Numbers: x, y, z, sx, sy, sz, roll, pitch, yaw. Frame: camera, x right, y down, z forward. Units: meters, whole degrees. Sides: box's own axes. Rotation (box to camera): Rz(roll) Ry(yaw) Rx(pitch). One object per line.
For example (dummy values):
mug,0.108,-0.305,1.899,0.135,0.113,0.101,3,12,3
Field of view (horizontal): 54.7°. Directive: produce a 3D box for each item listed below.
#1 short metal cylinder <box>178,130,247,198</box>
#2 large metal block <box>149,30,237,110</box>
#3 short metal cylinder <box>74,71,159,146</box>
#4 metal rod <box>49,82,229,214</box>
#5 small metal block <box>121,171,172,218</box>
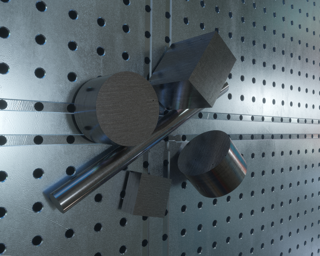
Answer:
short metal cylinder,0.072,0.049,0.430,0.050,0.080,0.080,51,60,-28
large metal block,0.039,-0.071,0.402,0.050,0.080,0.080,44,64,-32
short metal cylinder,-0.048,-0.021,0.348,0.081,0.050,0.079,0,90,-40
metal rod,-0.004,0.005,0.402,0.302,0.025,0.025,-35,112,-34
small metal block,-0.016,0.084,0.391,0.050,0.025,0.050,19,78,-38
